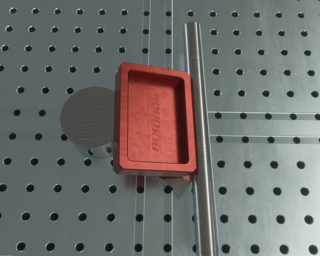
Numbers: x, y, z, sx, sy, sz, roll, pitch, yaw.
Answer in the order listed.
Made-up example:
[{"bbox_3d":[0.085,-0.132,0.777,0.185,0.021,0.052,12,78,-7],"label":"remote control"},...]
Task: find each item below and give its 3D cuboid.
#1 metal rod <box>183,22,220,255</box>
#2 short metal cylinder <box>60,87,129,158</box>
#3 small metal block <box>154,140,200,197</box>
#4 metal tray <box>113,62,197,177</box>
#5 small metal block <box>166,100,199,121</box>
[{"bbox_3d":[0.048,-0.001,0.386,0.025,0.025,0.299,-1,70,-1],"label":"metal rod"},{"bbox_3d":[-0.081,-0.006,0.399,0.081,0.050,0.080,0,70,0],"label":"short metal cylinder"},{"bbox_3d":[0.022,0.051,0.392,0.050,0.025,0.050,37,74,12],"label":"small metal block"},{"bbox_3d":[-0.007,-0.010,0.370,0.091,0.030,0.130,6,69,-19],"label":"metal tray"},{"bbox_3d":[0.032,-0.031,0.424,0.050,0.025,0.050,-14,71,-6],"label":"small metal block"}]
